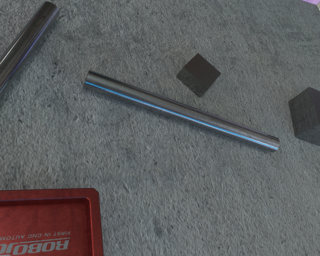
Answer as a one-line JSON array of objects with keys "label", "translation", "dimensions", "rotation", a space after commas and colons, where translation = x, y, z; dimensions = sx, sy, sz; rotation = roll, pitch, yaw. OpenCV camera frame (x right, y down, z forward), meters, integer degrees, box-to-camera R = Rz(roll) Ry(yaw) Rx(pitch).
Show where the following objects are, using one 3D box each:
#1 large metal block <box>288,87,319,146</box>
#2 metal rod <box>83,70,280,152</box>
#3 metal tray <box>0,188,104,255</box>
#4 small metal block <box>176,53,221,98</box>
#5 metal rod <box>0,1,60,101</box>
[{"label": "large metal block", "translation": [0.286, -0.017, 0.555], "dimensions": [0.081, 0.050, 0.080], "rotation": [18, 55, -19]}, {"label": "metal rod", "translation": [0.043, -0.018, 0.439], "dimensions": [0.302, 0.025, 0.025], "rotation": [18, 55, -18]}, {"label": "metal tray", "translation": [-0.119, 0.102, 0.274], "dimensions": [0.131, 0.030, 0.090], "rotation": [4, 60, -27]}, {"label": "small metal block", "translation": [0.062, -0.084, 0.490], "dimensions": [0.050, 0.025, 0.050], "rotation": [42, 51, 0]}, {"label": "metal rod", "translation": [-0.179, -0.043, 0.333], "dimensions": [0.025, 0.025, 0.300], "rotation": [25, 53, -14]}]
